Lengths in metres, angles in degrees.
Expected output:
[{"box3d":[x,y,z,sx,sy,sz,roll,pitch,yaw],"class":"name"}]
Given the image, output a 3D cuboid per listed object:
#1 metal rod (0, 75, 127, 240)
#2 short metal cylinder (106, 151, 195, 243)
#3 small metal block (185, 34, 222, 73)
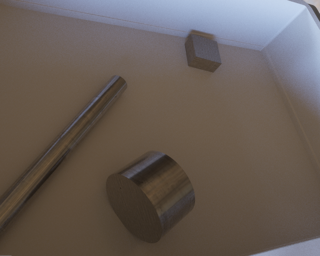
[{"box3d":[-0.117,0.039,0.319,0.025,0.025,0.301,36,51,-5],"class":"metal rod"},{"box3d":[-0.011,0.070,0.323,0.050,0.080,0.080,-31,79,-38],"class":"short metal cylinder"},{"box3d":[0.072,-0.126,0.524,0.050,0.025,0.050,9,58,-24],"class":"small metal block"}]
